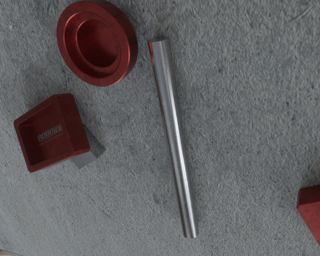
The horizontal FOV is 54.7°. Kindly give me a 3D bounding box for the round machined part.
[{"bbox_3d":[-0.069,-0.102,0.367,0.098,0.042,0.097,13,124,20],"label":"round machined part"}]

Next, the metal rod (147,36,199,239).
[{"bbox_3d":[0.023,0.031,0.412,0.025,0.025,0.298,4,120,26],"label":"metal rod"}]

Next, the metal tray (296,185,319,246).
[{"bbox_3d":[0.234,0.097,0.341,0.130,0.030,0.090,-25,105,36],"label":"metal tray"}]

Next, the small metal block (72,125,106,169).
[{"bbox_3d":[-0.122,0.031,0.489,0.050,0.025,0.050,-30,102,37],"label":"small metal block"}]

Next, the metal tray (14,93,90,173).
[{"bbox_3d":[-0.169,0.011,0.473,0.130,0.030,0.090,-21,86,38],"label":"metal tray"}]
